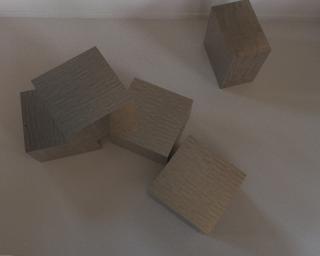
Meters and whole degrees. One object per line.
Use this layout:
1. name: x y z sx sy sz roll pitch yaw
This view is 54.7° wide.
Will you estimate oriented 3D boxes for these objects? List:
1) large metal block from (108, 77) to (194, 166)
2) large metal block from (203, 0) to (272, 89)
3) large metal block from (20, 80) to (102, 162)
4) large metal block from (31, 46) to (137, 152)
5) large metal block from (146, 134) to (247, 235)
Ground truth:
1. large metal block: -0.011 -0.007 0.399 0.080 0.050 0.080 23 71 8
2. large metal block: 0.100 -0.111 0.422 0.050 0.080 0.080 -14 71 -5
3. large metal block: -0.126 -0.008 0.398 0.081 0.050 0.080 -12 71 -5
4. large metal block: -0.084 -0.033 0.354 0.080 0.050 0.080 -32 73 -11
5. large metal block: 0.041 0.067 0.368 0.080 0.050 0.080 36 74 6
